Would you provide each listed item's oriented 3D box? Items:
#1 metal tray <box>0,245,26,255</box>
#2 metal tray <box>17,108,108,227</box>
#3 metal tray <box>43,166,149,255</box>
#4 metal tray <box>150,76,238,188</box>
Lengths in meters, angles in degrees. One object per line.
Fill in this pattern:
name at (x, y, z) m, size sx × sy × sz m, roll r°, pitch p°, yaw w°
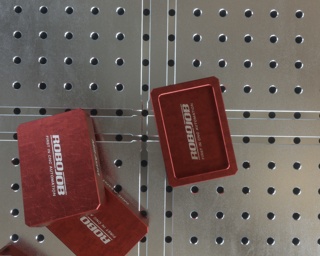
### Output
metal tray at (-0.181, 0.231, 0.410) m, size 0.130 × 0.030 × 0.090 m, roll 35°, pitch 90°, yaw 0°
metal tray at (-0.124, 0.048, 0.388) m, size 0.090 × 0.030 × 0.130 m, roll -15°, pitch 71°, yaw 2°
metal tray at (-0.090, 0.117, 0.410) m, size 0.130 × 0.030 × 0.090 m, roll 44°, pitch 90°, yaw 0°
metal tray at (0.043, 0.005, 0.411) m, size 0.090 × 0.030 × 0.129 m, roll -12°, pitch 90°, yaw 0°
